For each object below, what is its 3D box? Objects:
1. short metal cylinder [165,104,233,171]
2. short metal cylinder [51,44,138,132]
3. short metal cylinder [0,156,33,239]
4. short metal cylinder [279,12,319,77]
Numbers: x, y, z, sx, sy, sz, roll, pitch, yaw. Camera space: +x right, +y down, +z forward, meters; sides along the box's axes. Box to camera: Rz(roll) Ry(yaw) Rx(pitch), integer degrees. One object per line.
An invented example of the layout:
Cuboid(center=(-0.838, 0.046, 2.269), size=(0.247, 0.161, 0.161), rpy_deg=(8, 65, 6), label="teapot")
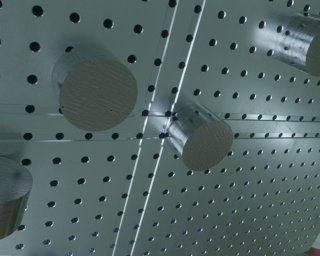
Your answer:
Cuboid(center=(0.055, 0.013, 0.435), size=(0.081, 0.050, 0.079), rpy_deg=(-14, 125, -21), label="short metal cylinder")
Cuboid(center=(-0.070, -0.043, 0.331), size=(0.081, 0.050, 0.079), rpy_deg=(-14, 125, -21), label="short metal cylinder")
Cuboid(center=(-0.180, 0.071, 0.321), size=(0.081, 0.080, 0.050), rpy_deg=(10, 114, -33), label="short metal cylinder")
Cuboid(center=(0.221, -0.120, 0.444), size=(0.081, 0.050, 0.079), rpy_deg=(-14, 125, -21), label="short metal cylinder")
